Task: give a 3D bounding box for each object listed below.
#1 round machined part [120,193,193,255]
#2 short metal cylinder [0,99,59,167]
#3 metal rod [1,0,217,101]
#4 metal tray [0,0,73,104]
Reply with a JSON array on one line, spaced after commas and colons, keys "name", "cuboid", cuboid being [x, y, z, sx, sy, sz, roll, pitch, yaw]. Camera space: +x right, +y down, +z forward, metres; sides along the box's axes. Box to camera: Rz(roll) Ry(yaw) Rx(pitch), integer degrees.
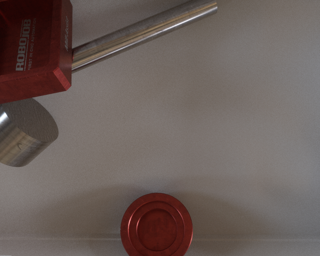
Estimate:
[{"name": "round machined part", "cuboid": [-0.004, 0.144, 0.438, 0.099, 0.042, 0.098, -1, 69, 3]}, {"name": "short metal cylinder", "cuboid": [-0.174, 0.001, 0.380, 0.050, 0.080, 0.080, -40, 106, 13]}, {"name": "metal rod", "cuboid": [-0.076, -0.083, 0.345, 0.302, 0.025, 0.025, -24, 109, -6]}, {"name": "metal tray", "cuboid": [-0.142, -0.091, 0.325, 0.090, 0.130, 0.030, -11, 150, 3]}]
